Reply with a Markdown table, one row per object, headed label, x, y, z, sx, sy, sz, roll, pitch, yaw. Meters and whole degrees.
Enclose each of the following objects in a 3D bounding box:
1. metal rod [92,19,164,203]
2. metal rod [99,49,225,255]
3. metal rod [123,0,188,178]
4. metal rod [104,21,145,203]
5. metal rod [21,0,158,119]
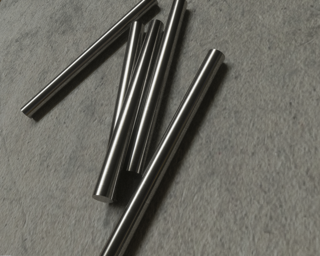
| label | x | y | z | sx | sy | sz | roll | pitch | yaw |
| --- | --- | --- | --- | --- | --- | --- | --- | --- | --- |
| metal rod | -0.035 | -0.044 | 0.431 | 0.025 | 0.025 | 0.300 | -4 | 55 | 26 |
| metal rod | 0.009 | 0.027 | 0.381 | 0.025 | 0.025 | 0.300 | 17 | 70 | 34 |
| metal rod | 0.000 | -0.074 | 0.448 | 0.025 | 0.025 | 0.300 | 0 | 62 | 28 |
| metal rod | -0.051 | -0.041 | 0.454 | 0.025 | 0.025 | 0.299 | -8 | 58 | 23 |
| metal rod | -0.122 | -0.127 | 0.543 | 0.300 | 0.025 | 0.025 | -43 | 51 | -2 |
